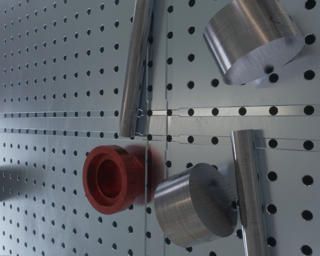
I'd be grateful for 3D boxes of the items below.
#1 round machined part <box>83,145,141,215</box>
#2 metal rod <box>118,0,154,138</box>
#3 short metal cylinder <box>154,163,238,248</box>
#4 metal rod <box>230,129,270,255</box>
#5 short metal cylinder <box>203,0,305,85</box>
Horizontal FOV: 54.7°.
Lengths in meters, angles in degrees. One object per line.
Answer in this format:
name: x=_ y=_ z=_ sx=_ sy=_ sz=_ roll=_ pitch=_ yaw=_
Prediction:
round machined part: x=-0.066 y=0.073 z=0.453 sx=0.098 sy=0.042 sz=0.097 roll=0 pitch=90 yaw=40
metal rod: x=-0.027 y=-0.135 z=0.431 sx=0.025 sy=0.025 sz=0.298 roll=14 pitch=99 yaw=39
short metal cylinder: x=0.040 y=0.085 z=0.341 sx=0.050 sy=0.081 sz=0.080 roll=-32 pitch=70 yaw=35
metal rod: x=0.104 y=0.151 z=0.323 sx=0.025 sy=0.025 sz=0.298 roll=-10 pitch=84 yaw=39
short metal cylinder: x=0.089 y=-0.084 z=0.300 sx=0.080 sy=0.081 sz=0.050 roll=-33 pitch=70 yaw=35
